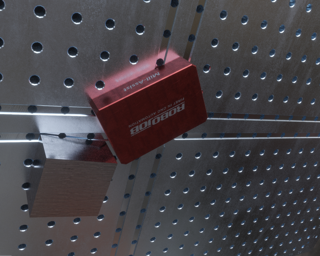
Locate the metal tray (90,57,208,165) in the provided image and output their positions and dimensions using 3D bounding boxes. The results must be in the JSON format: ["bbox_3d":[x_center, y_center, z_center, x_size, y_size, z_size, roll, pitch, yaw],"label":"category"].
[{"bbox_3d":[-0.009,-0.021,0.390,0.131,0.030,0.090,-28,128,-11],"label":"metal tray"}]

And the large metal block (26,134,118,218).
[{"bbox_3d":[-0.108,0.059,0.372,0.081,0.050,0.079,9,114,-32],"label":"large metal block"}]
